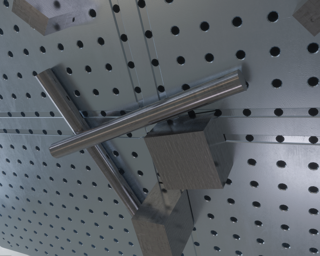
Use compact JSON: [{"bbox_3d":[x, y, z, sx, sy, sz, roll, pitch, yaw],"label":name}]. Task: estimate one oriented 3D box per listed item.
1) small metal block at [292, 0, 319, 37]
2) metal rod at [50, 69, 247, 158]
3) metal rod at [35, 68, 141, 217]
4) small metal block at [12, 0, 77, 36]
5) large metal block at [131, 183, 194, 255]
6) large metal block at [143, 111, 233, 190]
[{"bbox_3d":[0.140,-0.108,0.254,0.025,0.050,0.050,43,129,-2],"label":"small metal block"},{"bbox_3d":[-0.036,-0.008,0.405,0.300,0.025,0.025,-19,108,29],"label":"metal rod"},{"bbox_3d":[-0.096,0.043,0.488,0.025,0.025,0.299,-20,108,36],"label":"metal rod"},{"bbox_3d":[-0.141,-0.144,0.381,0.050,0.050,0.025,38,129,3],"label":"small metal block"},{"bbox_3d":[0.008,0.140,0.458,0.050,0.080,0.080,1,119,28],"label":"large metal block"},{"bbox_3d":[0.038,0.031,0.394,0.080,0.050,0.080,-8,115,32],"label":"large metal block"}]
